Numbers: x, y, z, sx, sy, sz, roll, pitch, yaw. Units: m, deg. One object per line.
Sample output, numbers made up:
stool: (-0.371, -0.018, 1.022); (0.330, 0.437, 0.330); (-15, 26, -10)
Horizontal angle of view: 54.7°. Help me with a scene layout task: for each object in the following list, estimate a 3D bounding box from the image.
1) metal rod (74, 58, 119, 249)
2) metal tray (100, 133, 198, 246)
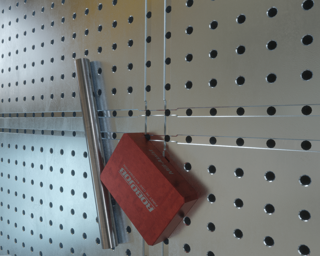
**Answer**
metal rod: (-0.102, 0.035, 0.490); (0.025, 0.025, 0.298); (-17, 79, 38)
metal tray: (-0.021, 0.079, 0.421); (0.130, 0.030, 0.089); (46, 117, 30)
